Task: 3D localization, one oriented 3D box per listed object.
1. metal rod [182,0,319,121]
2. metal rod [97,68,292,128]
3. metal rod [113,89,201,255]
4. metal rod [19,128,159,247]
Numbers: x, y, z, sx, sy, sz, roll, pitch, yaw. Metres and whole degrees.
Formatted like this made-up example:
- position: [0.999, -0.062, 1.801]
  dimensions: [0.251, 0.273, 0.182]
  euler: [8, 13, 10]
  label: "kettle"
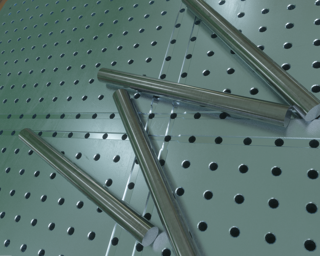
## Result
- position: [0.106, -0.117, 0.424]
  dimensions: [0.025, 0.025, 0.300]
  euler: [-35, 51, 5]
  label: "metal rod"
- position: [0.024, -0.050, 0.427]
  dimensions: [0.300, 0.025, 0.025]
  euler: [18, 71, 35]
  label: "metal rod"
- position: [-0.008, 0.056, 0.378]
  dimensions: [0.025, 0.025, 0.300]
  euler: [-32, 51, 8]
  label: "metal rod"
- position: [-0.118, 0.066, 0.431]
  dimensions: [0.300, 0.025, 0.025]
  euler: [27, 76, 37]
  label: "metal rod"
